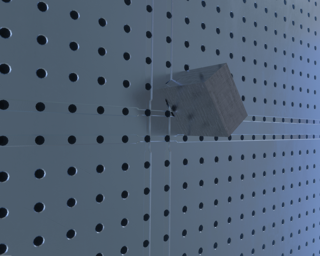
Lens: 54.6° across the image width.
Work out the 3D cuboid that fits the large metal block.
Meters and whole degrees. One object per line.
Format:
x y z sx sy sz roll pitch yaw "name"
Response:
0.060 -0.036 0.422 0.050 0.080 0.080 -42 116 -32 "large metal block"
